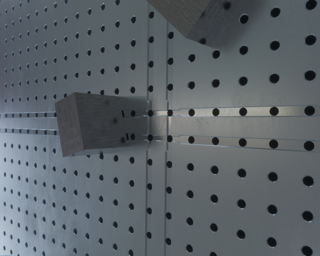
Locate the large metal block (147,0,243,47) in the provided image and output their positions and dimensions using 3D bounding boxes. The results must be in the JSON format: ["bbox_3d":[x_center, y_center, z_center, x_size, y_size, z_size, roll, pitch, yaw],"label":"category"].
[{"bbox_3d":[0.043,-0.155,0.358,0.080,0.050,0.080,52,120,27],"label":"large metal block"}]

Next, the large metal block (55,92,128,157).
[{"bbox_3d":[-0.100,-0.004,0.458,0.050,0.081,0.080,-19,78,38],"label":"large metal block"}]
